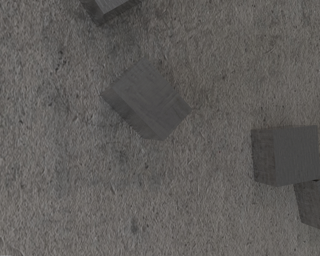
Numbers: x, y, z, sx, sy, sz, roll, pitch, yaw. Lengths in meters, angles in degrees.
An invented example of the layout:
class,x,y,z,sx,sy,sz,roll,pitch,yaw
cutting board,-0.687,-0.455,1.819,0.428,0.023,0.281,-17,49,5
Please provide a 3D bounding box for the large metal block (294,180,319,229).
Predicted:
class,x,y,z,sx,sy,sz,roll,pitch,yaw
large metal block,0.267,0.107,0.494,0.081,0.050,0.080,-16,96,-19

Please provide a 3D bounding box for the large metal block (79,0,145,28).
class,x,y,z,sx,sy,sz,roll,pitch,yaw
large metal block,-0.062,-0.183,0.372,0.080,0.050,0.080,-37,102,-16

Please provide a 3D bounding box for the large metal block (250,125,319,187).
class,x,y,z,sx,sy,sz,roll,pitch,yaw
large metal block,0.188,0.039,0.465,0.081,0.050,0.079,-6,92,-20

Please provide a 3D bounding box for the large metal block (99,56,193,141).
class,x,y,z,sx,sy,sz,roll,pitch,yaw
large metal block,-0.020,-0.031,0.372,0.080,0.080,0.050,46,76,-14
